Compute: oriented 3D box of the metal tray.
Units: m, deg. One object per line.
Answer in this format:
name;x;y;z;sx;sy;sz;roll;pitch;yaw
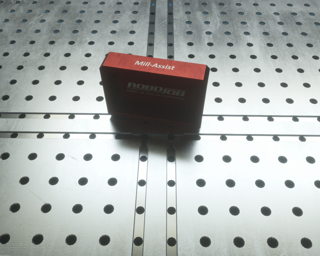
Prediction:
metal tray;-0.006;-0.046;0.404;0.131;0.090;0.030;9;51;8
